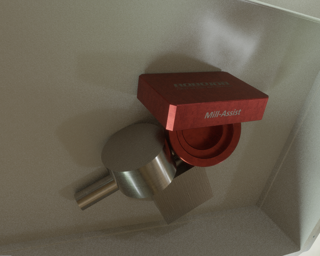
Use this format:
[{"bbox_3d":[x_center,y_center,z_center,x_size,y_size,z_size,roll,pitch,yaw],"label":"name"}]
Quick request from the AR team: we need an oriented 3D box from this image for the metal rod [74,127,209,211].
[{"bbox_3d":[0.022,0.027,0.437,0.302,0.025,0.025,-29,129,-10],"label":"metal rod"}]

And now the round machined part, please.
[{"bbox_3d":[0.053,0.000,0.408,0.099,0.042,0.097,-1,93,-14],"label":"round machined part"}]

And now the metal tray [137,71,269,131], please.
[{"bbox_3d":[0.049,-0.037,0.369,0.131,0.090,0.030,-7,122,-26],"label":"metal tray"}]

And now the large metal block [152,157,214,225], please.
[{"bbox_3d":[0.024,0.082,0.454,0.080,0.050,0.080,-29,129,-10],"label":"large metal block"}]

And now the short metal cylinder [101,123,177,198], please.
[{"bbox_3d":[-0.025,0.039,0.383,0.080,0.080,0.050,-30,129,-10],"label":"short metal cylinder"}]
